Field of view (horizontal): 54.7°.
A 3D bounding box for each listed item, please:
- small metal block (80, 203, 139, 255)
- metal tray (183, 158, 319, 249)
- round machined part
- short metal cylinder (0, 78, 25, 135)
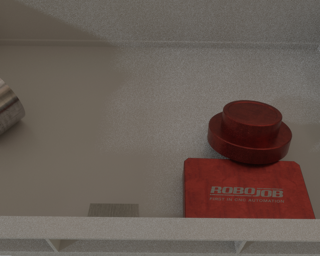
[{"bbox_3d":[-0.048,0.104,0.312,0.050,0.025,0.050,1,41,0],"label":"small metal block"},{"bbox_3d":[0.091,0.079,0.336,0.131,0.030,0.090,2,50,1],"label":"metal tray"},{"bbox_3d":[0.109,-0.002,0.377,0.099,0.042,0.098,1,29,0],"label":"round machined part"},{"bbox_3d":[-0.220,-0.029,0.391,0.080,0.080,0.050,27,55,20],"label":"short metal cylinder"}]
